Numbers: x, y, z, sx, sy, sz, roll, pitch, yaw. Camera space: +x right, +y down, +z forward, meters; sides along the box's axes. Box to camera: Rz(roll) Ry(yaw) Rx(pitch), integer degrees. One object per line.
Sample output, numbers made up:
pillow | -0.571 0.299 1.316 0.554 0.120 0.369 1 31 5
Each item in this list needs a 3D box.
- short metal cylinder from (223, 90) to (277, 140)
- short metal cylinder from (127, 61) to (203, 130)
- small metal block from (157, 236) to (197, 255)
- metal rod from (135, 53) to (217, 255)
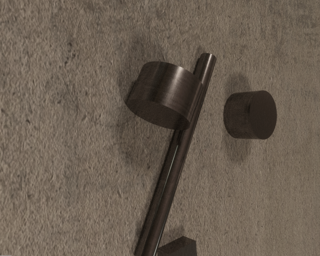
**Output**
short metal cylinder | 0.152 -0.021 0.519 0.081 0.050 0.079 0 90 -40
short metal cylinder | 0.007 -0.037 0.376 0.080 0.080 0.050 33 70 -36
small metal block | 0.025 0.186 0.429 0.050 0.025 0.050 -9 96 -40
metal rod | 0.027 0.030 0.429 0.025 0.025 0.299 30 71 -36
